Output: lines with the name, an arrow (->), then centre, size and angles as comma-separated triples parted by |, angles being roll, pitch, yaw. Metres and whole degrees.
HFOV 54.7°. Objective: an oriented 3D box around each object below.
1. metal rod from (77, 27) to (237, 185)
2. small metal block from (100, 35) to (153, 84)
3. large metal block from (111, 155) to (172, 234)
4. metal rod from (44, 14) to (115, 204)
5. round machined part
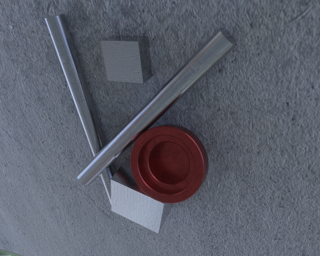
metal rod -> -0.023, -0.008, 0.394 | 0.025, 0.025, 0.299 | 45, 123, -4
small metal block -> -0.040, -0.084, 0.375 | 0.050, 0.025, 0.050 | 8, 122, 23
large metal block -> -0.024, 0.098, 0.455 | 0.080, 0.050, 0.079 | 22, 135, 15
metal rod -> -0.102, -0.010, 0.452 | 0.025, 0.025, 0.298 | 1, 119, 27
round machined part -> 0.015, 0.043, 0.400 | 0.098, 0.042, 0.097 | 3, 98, 22
